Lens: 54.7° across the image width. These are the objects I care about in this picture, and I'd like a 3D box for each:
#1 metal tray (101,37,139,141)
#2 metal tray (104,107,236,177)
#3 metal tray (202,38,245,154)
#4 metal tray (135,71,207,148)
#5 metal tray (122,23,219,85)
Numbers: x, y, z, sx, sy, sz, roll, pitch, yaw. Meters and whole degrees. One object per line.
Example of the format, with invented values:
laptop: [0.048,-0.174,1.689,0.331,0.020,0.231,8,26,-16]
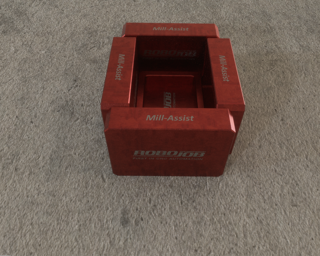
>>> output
metal tray: [-0.047,-0.044,0.398,0.030,0.089,0.130,1,50,0]
metal tray: [0.010,0.018,0.346,0.131,0.089,0.030,1,50,0]
metal tray: [0.075,-0.042,0.398,0.030,0.089,0.130,1,50,0]
metal tray: [0.014,-0.024,0.422,0.091,0.030,0.130,1,50,0]
metal tray: [0.014,-0.105,0.450,0.131,0.089,0.030,1,50,0]
